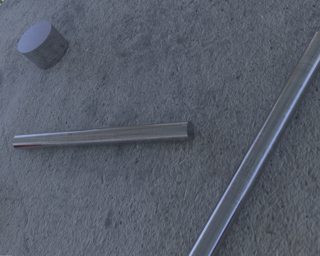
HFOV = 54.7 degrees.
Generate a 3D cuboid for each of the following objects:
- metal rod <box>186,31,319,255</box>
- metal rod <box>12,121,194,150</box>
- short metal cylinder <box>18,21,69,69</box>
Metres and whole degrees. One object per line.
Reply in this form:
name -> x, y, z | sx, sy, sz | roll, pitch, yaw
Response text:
metal rod -> 0.113, 0.016, 0.334 | 0.025, 0.025, 0.300 | 24, 74, 36
metal rod -> -0.098, 0.013, 0.446 | 0.300, 0.025, 0.025 | -4, 60, 25
short metal cylinder -> -0.228, -0.162, 0.607 | 0.080, 0.050, 0.080 | -13, 56, 21
